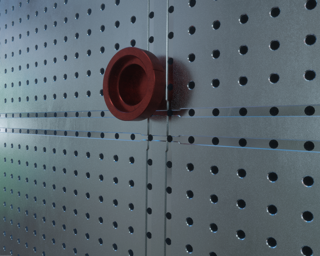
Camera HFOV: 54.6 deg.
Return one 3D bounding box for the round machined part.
[{"bbox_3d":[-0.030,-0.058,0.425,0.098,0.042,0.097,0,90,40],"label":"round machined part"}]
